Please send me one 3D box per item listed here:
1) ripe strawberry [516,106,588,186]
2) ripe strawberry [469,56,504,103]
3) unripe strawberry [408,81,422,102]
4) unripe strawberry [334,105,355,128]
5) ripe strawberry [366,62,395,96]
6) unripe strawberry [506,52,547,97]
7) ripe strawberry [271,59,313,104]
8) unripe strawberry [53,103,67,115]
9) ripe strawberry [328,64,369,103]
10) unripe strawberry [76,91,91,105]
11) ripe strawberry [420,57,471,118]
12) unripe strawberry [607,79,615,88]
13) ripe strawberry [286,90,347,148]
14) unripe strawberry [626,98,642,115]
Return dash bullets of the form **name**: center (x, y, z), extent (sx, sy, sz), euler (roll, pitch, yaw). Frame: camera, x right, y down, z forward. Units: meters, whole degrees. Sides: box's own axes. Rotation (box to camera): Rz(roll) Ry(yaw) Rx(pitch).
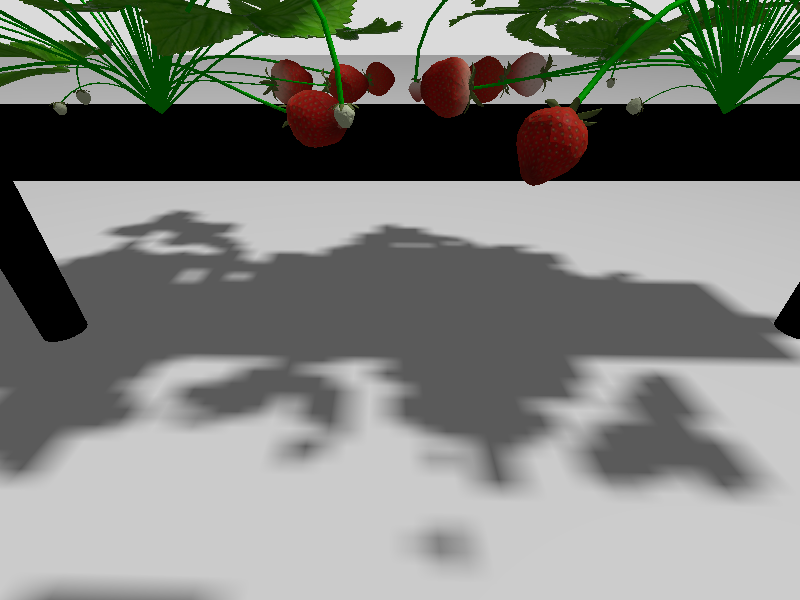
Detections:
- **ripe strawberry**: center (0.058, -0.060, 0.159), extent (0.027, 0.030, 0.029), euler (31, -5, 38)
- **ripe strawberry**: center (0.076, -0.207, 0.376), extent (0.040, 0.039, 0.037), euler (12, 35, 20)
- **unripe strawberry**: center (0.014, -0.169, 0.326), extent (0.015, 0.015, 0.014), euler (2, 33, 3)
- **unripe strawberry**: center (-0.024, -0.080, 0.174), extent (0.010, 0.010, 0.009), euler (28, 42, 36)
- **ripe strawberry**: center (-0.020, -0.234, 0.424), extent (0.033, 0.032, 0.030), euler (-23, 39, -32)
- **unripe strawberry**: center (0.126, -0.227, 0.404), extent (0.039, 0.039, 0.043), euler (24, 40, 33)
- **ripe strawberry**: center (-0.098, -0.200, 0.368), extent (0.037, 0.037, 0.035), euler (-21, 38, -30)
- **unripe strawberry**: center (-0.276, -0.155, 0.325), extent (0.010, 0.010, 0.009), euler (3, 33, 4)
- **ripe strawberry**: center (-0.046, -0.191, 0.355), extent (0.036, 0.031, 0.036), euler (-11, 34, -17)
- **unripe strawberry**: center (-0.284, -0.182, 0.360), extent (0.010, 0.011, 0.011), euler (17, 36, 24)
- **ripe strawberry**: center (0.033, -0.155, 0.292), extent (0.037, 0.039, 0.034), euler (-3, 33, -4)
- **unripe strawberry**: center (0.239, -0.245, 0.453), extent (0.009, 0.010, 0.010), euler (-4, 33, -6)
- **ripe strawberry**: center (-0.041, -0.092, 0.205), extent (0.031, 0.027, 0.031), euler (25, 41, 33)
- **unripe strawberry**: center (0.180, -0.149, 0.309), extent (0.011, 0.011, 0.010), euler (-11, 33, -1)
